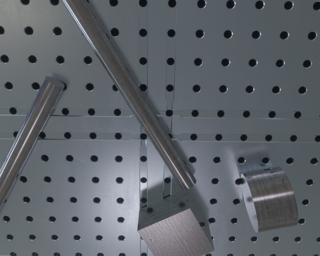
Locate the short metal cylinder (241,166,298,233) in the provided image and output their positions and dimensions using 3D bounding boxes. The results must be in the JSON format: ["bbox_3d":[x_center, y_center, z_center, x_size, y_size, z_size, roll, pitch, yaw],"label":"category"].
[{"bbox_3d":[0.146,0.097,0.421,0.050,0.080,0.079,-12,110,4],"label":"short metal cylinder"}]

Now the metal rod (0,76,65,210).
[{"bbox_3d":[-0.211,0.061,0.433,0.025,0.025,0.298,30,107,-11],"label":"metal rod"}]

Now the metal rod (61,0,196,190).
[{"bbox_3d":[-0.034,-0.041,0.397,0.025,0.025,0.299,-29,108,10],"label":"metal rod"}]

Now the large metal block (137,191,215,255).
[{"bbox_3d":[0.023,0.149,0.455,0.080,0.050,0.080,-26,108,9],"label":"large metal block"}]
